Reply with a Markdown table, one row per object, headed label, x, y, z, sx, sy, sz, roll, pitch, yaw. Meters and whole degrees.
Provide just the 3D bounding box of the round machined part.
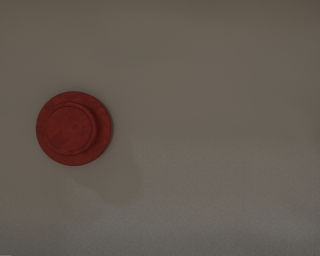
| label | x | y | z | sx | sy | sz | roll | pitch | yaw |
| --- | --- | --- | --- | --- | --- | --- | --- | --- | --- |
| round machined part | -0.112 | 0.001 | 0.402 | 0.099 | 0.042 | 0.097 | 0 | 90 | 0 |
